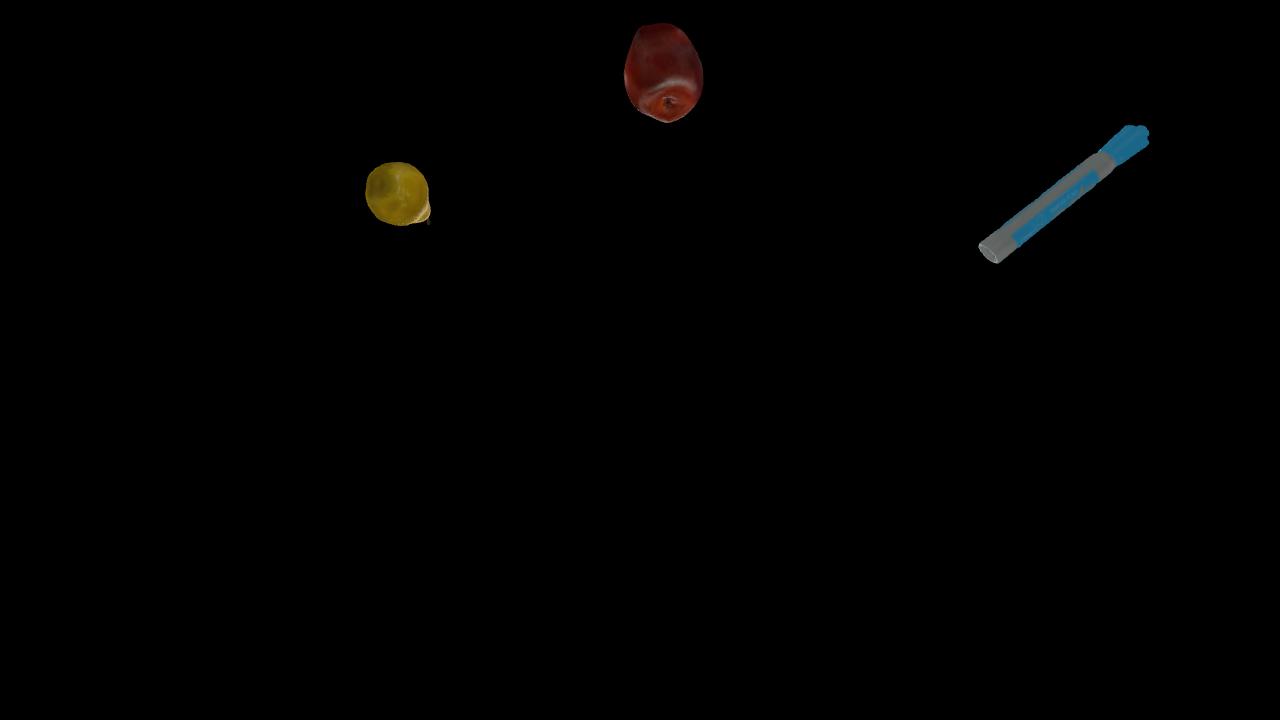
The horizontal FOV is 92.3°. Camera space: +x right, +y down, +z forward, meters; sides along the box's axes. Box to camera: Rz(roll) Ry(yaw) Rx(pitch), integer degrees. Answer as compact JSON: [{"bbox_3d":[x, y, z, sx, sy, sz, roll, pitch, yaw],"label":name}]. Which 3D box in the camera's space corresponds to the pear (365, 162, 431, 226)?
[{"bbox_3d":[-0.299,-0.209,0.801,0.080,0.080,0.111,0,-1,16],"label":"pear"}]

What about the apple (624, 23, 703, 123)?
[{"bbox_3d":[0.023,-0.281,0.601,0.079,0.093,0.079,-8,-22,-3],"label":"apple"}]

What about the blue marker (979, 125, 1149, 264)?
[{"bbox_3d":[0.285,-0.112,0.414,0.121,0.020,0.020,-41,-9,10],"label":"blue marker"}]
